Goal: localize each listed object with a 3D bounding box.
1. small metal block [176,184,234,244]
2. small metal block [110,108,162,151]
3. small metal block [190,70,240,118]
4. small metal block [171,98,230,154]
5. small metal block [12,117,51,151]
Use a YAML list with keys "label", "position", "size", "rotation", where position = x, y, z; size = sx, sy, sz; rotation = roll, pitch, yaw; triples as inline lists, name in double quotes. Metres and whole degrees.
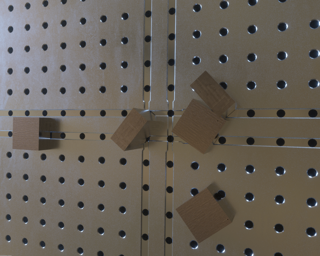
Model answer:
- label: "small metal block"
  position: [0.057, 0.108, 0.393]
  size: [0.050, 0.025, 0.050]
  rotation: [-39, 78, 16]
- label: "small metal block"
  position: [-0.031, 0.002, 0.411]
  size: [0.025, 0.050, 0.050]
  rotation: [42, 103, 15]
- label: "small metal block"
  position: [0.068, -0.039, 0.376]
  size: [0.025, 0.050, 0.050]
  rotation: [-44, 76, 15]
- label: "small metal block"
  position: [0.052, -0.002, 0.395]
  size: [0.050, 0.025, 0.050]
  rotation: [36, 102, 16]
- label: "small metal block"
  position: [-0.201, 0.008, 0.484]
  size: [0.050, 0.025, 0.050]
  rotation: [2, 91, 20]
